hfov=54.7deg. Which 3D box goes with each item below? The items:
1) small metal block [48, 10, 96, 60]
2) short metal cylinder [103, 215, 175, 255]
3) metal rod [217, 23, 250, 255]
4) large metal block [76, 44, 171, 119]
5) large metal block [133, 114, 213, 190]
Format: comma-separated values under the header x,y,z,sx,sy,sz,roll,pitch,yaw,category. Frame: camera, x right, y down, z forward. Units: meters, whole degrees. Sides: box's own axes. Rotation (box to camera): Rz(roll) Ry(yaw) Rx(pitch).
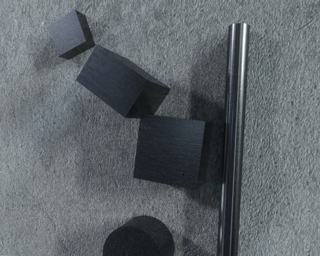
x,y,z,sx,sy,sz,roll,pitch,yaw,category
-0.129,-0.136,0.455,0.050,0.025,0.050,-22,83,18,small metal block
-0.027,0.161,0.405,0.080,0.050,0.080,0,90,20,short metal cylinder
0.089,0.026,0.377,0.025,0.025,0.298,3,91,20,metal rod
-0.043,-0.055,0.395,0.080,0.080,0.050,37,102,16,large metal block
0.018,0.027,0.389,0.080,0.050,0.079,8,93,19,large metal block
